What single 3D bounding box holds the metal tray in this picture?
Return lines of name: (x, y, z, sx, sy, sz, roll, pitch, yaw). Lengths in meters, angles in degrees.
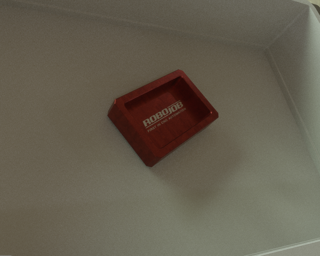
metal tray: (0.008, -0.018, 0.413, 0.131, 0.030, 0.090, -32, 80, -38)
